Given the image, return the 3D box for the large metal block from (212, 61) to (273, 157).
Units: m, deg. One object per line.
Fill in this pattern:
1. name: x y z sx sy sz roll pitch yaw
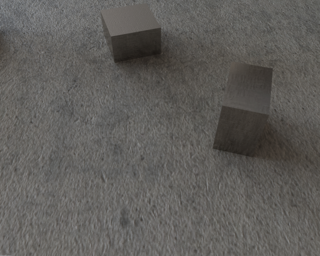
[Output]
1. large metal block: 0.103 -0.023 0.388 0.050 0.080 0.080 12 51 10

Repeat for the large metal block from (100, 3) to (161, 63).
1. large metal block: -0.049 -0.162 0.522 0.081 0.050 0.080 -14 52 -12
